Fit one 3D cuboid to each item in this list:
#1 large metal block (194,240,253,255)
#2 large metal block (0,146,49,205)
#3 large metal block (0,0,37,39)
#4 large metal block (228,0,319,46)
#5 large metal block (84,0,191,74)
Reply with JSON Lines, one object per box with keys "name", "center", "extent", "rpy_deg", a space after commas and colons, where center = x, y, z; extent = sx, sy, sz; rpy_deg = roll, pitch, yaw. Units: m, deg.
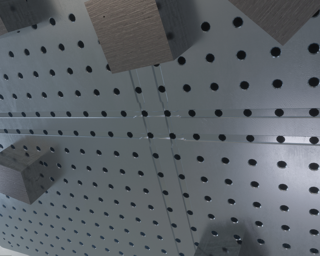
{"name": "large metal block", "center": [0.104, 0.225, 0.479], "extent": [0.080, 0.050, 0.080], "rpy_deg": [-22, 107, 36]}
{"name": "large metal block", "center": [-0.268, 0.090, 0.594], "extent": [0.080, 0.050, 0.080], "rpy_deg": [13, 124, 21]}
{"name": "large metal block", "center": [-0.228, -0.163, 0.416], "extent": [0.080, 0.050, 0.080], "rpy_deg": [-7, 115, 31]}
{"name": "large metal block", "center": [0.105, -0.131, 0.259], "extent": [0.080, 0.050, 0.080], "rpy_deg": [40, 129, 0]}
{"name": "large metal block", "center": [-0.022, -0.112, 0.338], "extent": [0.080, 0.050, 0.080], "rpy_deg": [-6, 116, 31]}
